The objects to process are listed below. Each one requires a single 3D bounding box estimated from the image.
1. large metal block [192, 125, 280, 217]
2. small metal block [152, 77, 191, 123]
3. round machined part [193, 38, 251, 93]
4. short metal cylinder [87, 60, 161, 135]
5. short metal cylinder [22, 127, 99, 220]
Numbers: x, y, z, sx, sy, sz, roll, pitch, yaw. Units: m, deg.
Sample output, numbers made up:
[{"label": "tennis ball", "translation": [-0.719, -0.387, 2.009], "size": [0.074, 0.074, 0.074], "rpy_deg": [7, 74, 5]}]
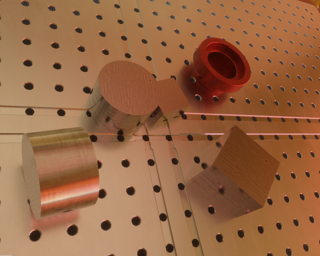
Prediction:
[{"label": "large metal block", "translation": [0.103, 0.057, 0.415], "size": [0.080, 0.050, 0.080], "rpy_deg": [40, 51, -1]}, {"label": "small metal block", "translation": [0.007, -0.040, 0.438], "size": [0.050, 0.025, 0.050], "rpy_deg": [-18, 72, -35]}, {"label": "round machined part", "translation": [0.097, -0.098, 0.512], "size": [0.099, 0.042, 0.098], "rpy_deg": [14, 56, -21]}, {"label": "short metal cylinder", "translation": [-0.046, -0.038, 0.392], "size": [0.081, 0.050, 0.080], "rpy_deg": [14, 56, -21]}, {"label": "short metal cylinder", "translation": [-0.097, 0.041, 0.296], "size": [0.050, 0.080, 0.080], "rpy_deg": [-8, 66, -32]}]
